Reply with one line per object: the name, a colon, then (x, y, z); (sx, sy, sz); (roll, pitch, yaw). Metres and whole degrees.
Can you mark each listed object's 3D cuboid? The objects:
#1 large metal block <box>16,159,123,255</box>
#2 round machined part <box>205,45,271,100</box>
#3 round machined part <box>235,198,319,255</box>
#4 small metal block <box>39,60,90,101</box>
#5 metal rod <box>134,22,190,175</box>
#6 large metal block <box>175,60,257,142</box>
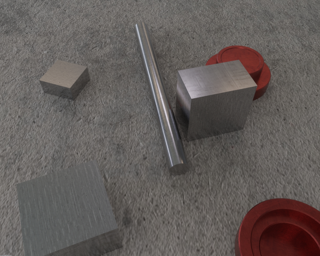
large metal block: (-0.090, 0.089, 0.312); (0.081, 0.050, 0.080); (-17, 52, -14)
round machined part: (0.117, -0.088, 0.466); (0.099, 0.042, 0.098); (0, 50, 0)
round machined part: (0.120, 0.120, 0.292); (0.099, 0.042, 0.098); (0, 50, 0)
small metal block: (-0.141, -0.072, 0.463); (0.050, 0.025, 0.050); (15, 52, 12)
metal rod: (-0.006, -0.064, 0.456); (0.025, 0.025, 0.300); (-8, 51, -7)
large metal block: (0.067, -0.034, 0.396); (0.081, 0.080, 0.050); (-12, 51, -10)
